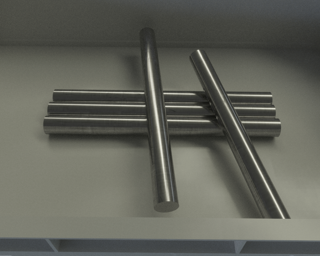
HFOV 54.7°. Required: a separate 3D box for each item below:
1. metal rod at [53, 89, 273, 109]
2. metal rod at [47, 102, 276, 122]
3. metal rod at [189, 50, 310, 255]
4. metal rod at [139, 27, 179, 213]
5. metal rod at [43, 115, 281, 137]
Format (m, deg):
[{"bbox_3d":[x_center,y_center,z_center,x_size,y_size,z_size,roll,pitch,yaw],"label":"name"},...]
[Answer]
[{"bbox_3d":[0.004,-0.040,0.437,0.302,0.025,0.025,1,50,0],"label":"metal rod"},{"bbox_3d":[0.002,-0.021,0.421,0.302,0.025,0.025,1,50,0],"label":"metal rod"},{"bbox_3d":[0.094,0.019,0.363,0.025,0.025,0.299,-12,58,-10],"label":"metal rod"},{"bbox_3d":[-0.007,-0.036,0.401,0.025,0.025,0.300,-4,50,-4],"label":"metal rod"},{"bbox_3d":[0.003,-0.002,0.405,0.302,0.025,0.025,1,50,0],"label":"metal rod"}]
